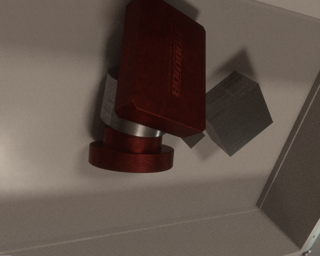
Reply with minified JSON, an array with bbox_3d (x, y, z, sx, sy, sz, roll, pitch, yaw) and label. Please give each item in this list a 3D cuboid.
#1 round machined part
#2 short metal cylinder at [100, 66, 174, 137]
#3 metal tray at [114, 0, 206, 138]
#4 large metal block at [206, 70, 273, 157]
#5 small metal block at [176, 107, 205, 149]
[{"bbox_3d":[-0.032,0.020,0.363,0.099,0.098,0.042,2,96,-30],"label":"round machined part"},{"bbox_3d":[-0.022,-0.031,0.343,0.081,0.080,0.050,1,118,-29],"label":"short metal cylinder"},{"bbox_3d":[0.006,-0.063,0.318,0.091,0.030,0.130,19,64,-36],"label":"metal tray"},{"bbox_3d":[0.103,-0.020,0.439,0.080,0.050,0.080,-39,130,-2],"label":"large metal block"},{"bbox_3d":[0.025,-0.007,0.404,0.025,0.050,0.050,-43,130,1],"label":"small metal block"}]
